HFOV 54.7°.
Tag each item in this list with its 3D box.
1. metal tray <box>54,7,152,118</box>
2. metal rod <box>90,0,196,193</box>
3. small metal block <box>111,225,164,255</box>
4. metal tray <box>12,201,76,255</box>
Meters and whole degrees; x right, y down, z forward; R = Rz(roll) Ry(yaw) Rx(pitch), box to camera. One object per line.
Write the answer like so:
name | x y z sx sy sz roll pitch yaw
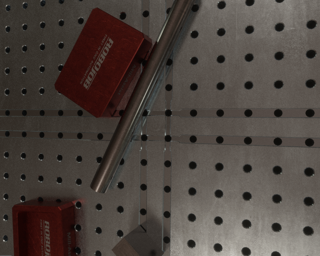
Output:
metal tray | -0.082 -0.090 0.438 0.090 0.030 0.129 34 100 16
metal rod | -0.024 -0.047 0.420 0.025 0.025 0.298 28 99 17
small metal block | -0.028 0.163 0.408 0.050 0.050 0.025 45 104 14
metal tray | -0.175 0.179 0.469 0.090 0.030 0.129 -3 89 19
